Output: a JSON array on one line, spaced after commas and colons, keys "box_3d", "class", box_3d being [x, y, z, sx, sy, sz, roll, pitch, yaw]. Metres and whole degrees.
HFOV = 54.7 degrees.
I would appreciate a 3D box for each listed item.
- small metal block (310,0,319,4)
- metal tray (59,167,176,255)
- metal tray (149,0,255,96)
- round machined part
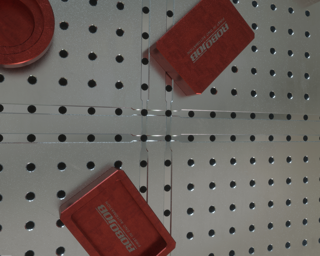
[{"box_3d": [0.255, -0.242, 0.506, 0.050, 0.025, 0.050, 31, 80, -18], "class": "small metal block"}, {"box_3d": [-0.051, 0.126, 0.391, 0.090, 0.030, 0.130, -37, 102, -16], "class": "metal tray"}, {"box_3d": [0.061, -0.119, 0.432, 0.130, 0.030, 0.090, -46, 105, -14], "class": "metal tray"}, {"box_3d": [-0.168, -0.115, 0.341, 0.099, 0.042, 0.097, 0, 90, -20], "class": "round machined part"}]
